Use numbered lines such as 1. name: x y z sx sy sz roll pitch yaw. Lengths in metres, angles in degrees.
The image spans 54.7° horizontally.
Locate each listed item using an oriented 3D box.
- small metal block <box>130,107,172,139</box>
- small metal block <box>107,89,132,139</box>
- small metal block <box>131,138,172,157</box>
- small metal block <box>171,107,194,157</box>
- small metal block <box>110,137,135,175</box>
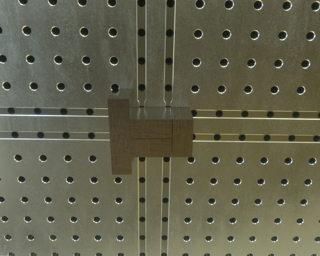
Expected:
1. small metal block: -0.011 -0.007 0.396 0.050 0.050 0.025 0 110 -1
2. small metal block: -0.049 -0.019 0.392 0.025 0.050 0.050 0 110 0
3. small metal block: -0.011 0.016 0.405 0.050 0.050 0.025 0 110 -1
4. small metal block: 0.028 0.004 0.401 0.025 0.050 0.050 0 110 0
5. small metal block: -0.049 0.028 0.409 0.025 0.050 0.050 0 110 0
